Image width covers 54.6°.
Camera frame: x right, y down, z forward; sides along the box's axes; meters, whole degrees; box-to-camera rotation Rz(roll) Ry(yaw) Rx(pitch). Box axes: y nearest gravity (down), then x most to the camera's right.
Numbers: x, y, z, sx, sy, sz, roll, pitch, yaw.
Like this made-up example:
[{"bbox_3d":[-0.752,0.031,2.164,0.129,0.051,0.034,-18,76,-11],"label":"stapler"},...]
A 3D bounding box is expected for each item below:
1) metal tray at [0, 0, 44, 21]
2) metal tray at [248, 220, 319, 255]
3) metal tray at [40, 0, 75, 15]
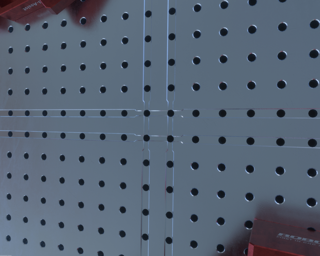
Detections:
[{"bbox_3d":[-0.203,-0.235,0.482,0.130,0.030,0.090,-16,85,19],"label":"metal tray"},{"bbox_3d":[0.161,0.134,0.321,0.130,0.090,0.030,6,92,20],"label":"metal tray"},{"bbox_3d":[-0.160,-0.241,0.438,0.090,0.030,0.130,-39,93,0],"label":"metal tray"}]
